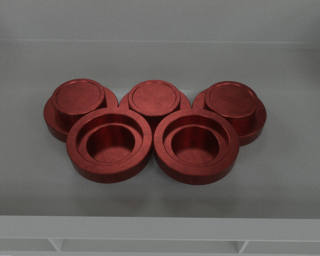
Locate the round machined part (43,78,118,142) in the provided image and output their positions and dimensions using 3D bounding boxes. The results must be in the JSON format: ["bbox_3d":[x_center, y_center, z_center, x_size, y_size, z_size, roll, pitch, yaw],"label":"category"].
[{"bbox_3d":[-0.105,-0.029,0.414,0.099,0.042,0.098,1,49,-1],"label":"round machined part"}]

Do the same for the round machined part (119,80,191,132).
[{"bbox_3d":[-0.007,-0.027,0.414,0.099,0.042,0.098,0,49,0],"label":"round machined part"}]

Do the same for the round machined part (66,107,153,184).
[{"bbox_3d":[-0.057,0.024,0.371,0.099,0.042,0.098,0,50,0],"label":"round machined part"}]

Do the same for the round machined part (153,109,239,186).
[{"bbox_3d":[0.041,0.026,0.370,0.099,0.042,0.098,0,50,0],"label":"round machined part"}]

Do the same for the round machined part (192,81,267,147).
[{"bbox_3d":[0.092,-0.025,0.412,0.099,0.042,0.098,0,49,0],"label":"round machined part"}]
